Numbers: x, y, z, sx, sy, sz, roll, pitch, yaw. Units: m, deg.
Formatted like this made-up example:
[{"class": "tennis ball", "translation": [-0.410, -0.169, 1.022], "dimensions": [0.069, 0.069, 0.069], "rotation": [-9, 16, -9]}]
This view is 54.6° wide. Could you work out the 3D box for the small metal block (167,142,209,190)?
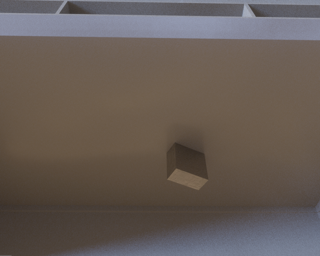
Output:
[{"class": "small metal block", "translation": [0.038, 0.054, 0.439], "dimensions": [0.050, 0.050, 0.025], "rotation": [22, 127, -18]}]
